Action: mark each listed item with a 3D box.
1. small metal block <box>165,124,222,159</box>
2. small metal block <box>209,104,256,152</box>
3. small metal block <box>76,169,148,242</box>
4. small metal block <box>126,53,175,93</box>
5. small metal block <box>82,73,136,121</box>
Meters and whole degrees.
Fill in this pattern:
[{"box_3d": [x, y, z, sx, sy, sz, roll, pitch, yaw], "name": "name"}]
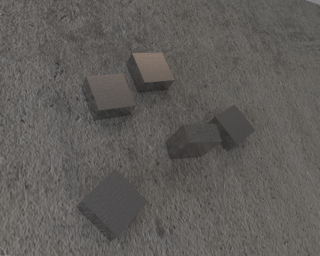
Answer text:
[{"box_3d": [0.042, 0.018, 0.399, 0.050, 0.050, 0.025, -1, 62, -29], "name": "small metal block"}, {"box_3d": [0.105, -0.001, 0.460, 0.050, 0.025, 0.050, -29, 78, -38], "name": "small metal block"}, {"box_3d": [-0.050, 0.081, 0.327, 0.050, 0.025, 0.050, 45, 51, 3], "name": "small metal block"}, {"box_3d": [-0.014, -0.080, 0.445, 0.050, 0.025, 0.050, -10, 67, -33], "name": "small metal block"}, {"box_3d": [-0.065, -0.040, 0.393, 0.050, 0.025, 0.050, -11, 67, -33], "name": "small metal block"}]
